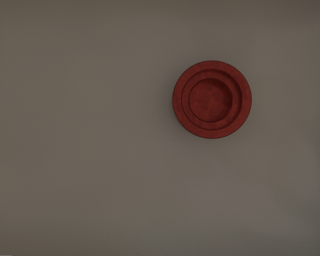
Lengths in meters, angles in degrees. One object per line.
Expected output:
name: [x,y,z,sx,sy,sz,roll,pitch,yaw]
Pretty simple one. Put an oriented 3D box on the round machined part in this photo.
round machined part: [0.065,-0.035,0.404,0.099,0.042,0.097,0,90,-1]
